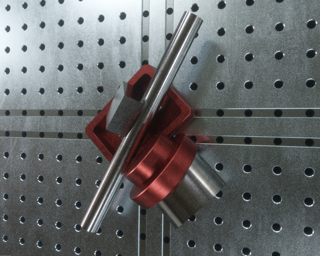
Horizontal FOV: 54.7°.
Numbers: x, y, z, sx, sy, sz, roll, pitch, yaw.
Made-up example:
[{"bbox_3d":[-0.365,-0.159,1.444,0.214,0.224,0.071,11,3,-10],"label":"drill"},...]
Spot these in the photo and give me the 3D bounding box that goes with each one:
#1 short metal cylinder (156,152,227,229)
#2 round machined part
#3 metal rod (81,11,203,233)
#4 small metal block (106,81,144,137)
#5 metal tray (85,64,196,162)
[{"bbox_3d":[0.032,0.074,0.370,0.080,0.080,0.050,-45,76,14],"label":"short metal cylinder"},{"bbox_3d":[-0.005,0.043,0.364,0.042,0.098,0.098,41,103,-7],"label":"round machined part"},{"bbox_3d":[-0.027,0.000,0.389,0.025,0.025,0.298,30,99,17],"label":"metal rod"},{"bbox_3d":[-0.046,-0.025,0.391,0.025,0.050,0.050,23,112,-20],"label":"small metal block"},{"bbox_3d":[-0.028,-0.009,0.418,0.130,0.030,0.090,-45,77,14],"label":"metal tray"}]
